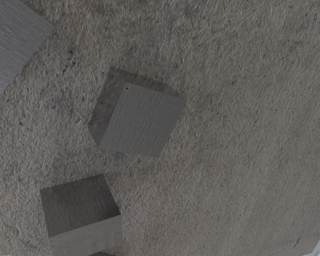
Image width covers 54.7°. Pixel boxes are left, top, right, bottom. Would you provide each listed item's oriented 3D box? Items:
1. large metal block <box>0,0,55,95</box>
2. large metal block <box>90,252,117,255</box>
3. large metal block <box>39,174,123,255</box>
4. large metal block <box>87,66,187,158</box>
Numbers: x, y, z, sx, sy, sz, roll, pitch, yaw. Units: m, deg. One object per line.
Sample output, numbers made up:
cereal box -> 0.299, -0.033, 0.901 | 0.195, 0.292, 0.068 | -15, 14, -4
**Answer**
large metal block -> -0.150, -0.084, 0.256 | 0.080, 0.050, 0.080 | -49, 129, 6
large metal block -> -0.099, 0.247, 0.489 | 0.080, 0.050, 0.080 | 34, 99, -39
large metal block -> -0.098, 0.110, 0.385 | 0.081, 0.080, 0.050 | -12, 124, -22
large metal block -> -0.028, -0.017, 0.365 | 0.081, 0.050, 0.080 | 13, 112, -34
